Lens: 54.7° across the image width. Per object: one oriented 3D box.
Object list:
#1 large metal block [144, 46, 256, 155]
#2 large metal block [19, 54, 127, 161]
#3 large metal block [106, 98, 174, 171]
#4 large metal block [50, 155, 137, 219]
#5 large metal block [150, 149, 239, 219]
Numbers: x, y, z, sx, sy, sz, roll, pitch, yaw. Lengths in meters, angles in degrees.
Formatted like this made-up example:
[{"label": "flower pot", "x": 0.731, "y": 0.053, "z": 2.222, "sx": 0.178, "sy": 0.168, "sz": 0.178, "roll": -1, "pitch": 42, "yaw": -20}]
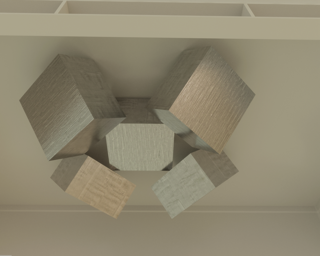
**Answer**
[{"label": "large metal block", "x": 0.045, "y": -0.030, "z": 0.338, "sx": 0.080, "sy": 0.050, "sz": 0.080, "roll": 39, "pitch": 76, "yaw": -28}, {"label": "large metal block", "x": -0.097, "y": -0.021, "z": 0.341, "sx": 0.080, "sy": 0.080, "sz": 0.050, "roll": -38, "pitch": 164, "yaw": 27}, {"label": "large metal block", "x": -0.024, "y": 0.009, "z": 0.397, "sx": 0.081, "sy": 0.050, "sz": 0.079, "roll": 0, "pitch": 130, "yaw": -1}, {"label": "large metal block", "x": -0.093, "y": 0.074, "z": 0.425, "sx": 0.080, "sy": 0.050, "sz": 0.080, "roll": 38, "pitch": 165, "yaw": -28}, {"label": "large metal block", "x": 0.048, "y": 0.069, "z": 0.421, "sx": 0.080, "sy": 0.050, "sz": 0.081, "roll": -44, "pitch": 163, "yaw": 30}]
